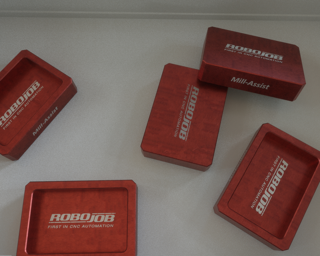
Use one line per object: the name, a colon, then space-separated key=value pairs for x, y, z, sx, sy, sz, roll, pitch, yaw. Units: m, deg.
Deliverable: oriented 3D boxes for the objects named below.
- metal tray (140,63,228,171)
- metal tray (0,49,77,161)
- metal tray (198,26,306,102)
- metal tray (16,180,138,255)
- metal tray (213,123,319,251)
metal tray: x=0.035 y=-0.016 z=0.413 sx=0.090 sy=0.030 sz=0.130 roll=14 pitch=70 yaw=5
metal tray: x=-0.189 y=-0.033 z=0.417 sx=0.090 sy=0.030 sz=0.130 roll=33 pitch=73 yaw=11
metal tray: x=0.122 y=-0.089 z=0.420 sx=0.131 sy=0.030 sz=0.090 roll=13 pitch=48 yaw=1
metal tray: x=-0.093 y=0.109 z=0.366 sx=0.131 sy=0.030 sz=0.090 roll=-1 pitch=70 yaw=-1
metal tray: x=0.137 y=0.069 z=0.382 sx=0.090 sy=0.030 sz=0.130 roll=31 pitch=73 yaw=10
